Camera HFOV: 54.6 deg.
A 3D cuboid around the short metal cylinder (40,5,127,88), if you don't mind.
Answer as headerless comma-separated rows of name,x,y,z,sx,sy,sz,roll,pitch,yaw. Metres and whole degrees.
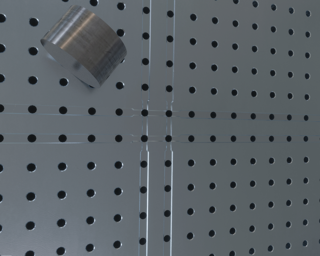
short metal cylinder,-0.085,-0.090,0.352,0.080,0.080,0.050,39,78,-16
